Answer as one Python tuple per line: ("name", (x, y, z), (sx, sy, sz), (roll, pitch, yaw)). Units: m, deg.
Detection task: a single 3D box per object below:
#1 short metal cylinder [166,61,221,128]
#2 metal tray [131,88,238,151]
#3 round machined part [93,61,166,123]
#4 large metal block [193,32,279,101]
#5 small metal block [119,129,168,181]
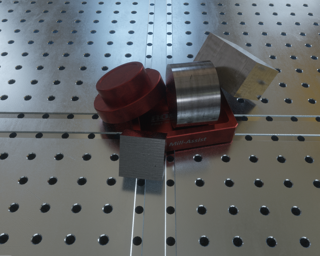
("short metal cylinder", (0.038, -0.042, 0.386), (0.050, 0.080, 0.080), (-6, 50, -6))
("metal tray", (0.026, -0.017, 0.415), (0.131, 0.030, 0.090), (-9, 51, -8))
("round machined part", (-0.045, -0.053, 0.411), (0.098, 0.042, 0.098), (-19, 33, 13))
("large metal block", (0.105, -0.083, 0.432), (0.081, 0.050, 0.080), (0, 38, -51))
("small metal block", (-0.019, 0.031, 0.358), (0.050, 0.050, 0.025), (6, 16, 5))
